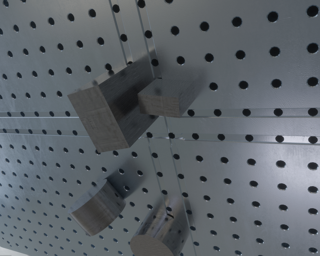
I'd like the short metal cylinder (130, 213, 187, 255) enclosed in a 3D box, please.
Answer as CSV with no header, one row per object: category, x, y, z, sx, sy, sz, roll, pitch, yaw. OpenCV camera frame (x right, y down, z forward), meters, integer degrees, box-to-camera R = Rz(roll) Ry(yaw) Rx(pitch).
short metal cylinder,-0.002,0.188,0.513,0.080,0.050,0.079,13,124,21

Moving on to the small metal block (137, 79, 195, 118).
small metal block,0.009,-0.037,0.368,0.050,0.050,0.025,8,122,24

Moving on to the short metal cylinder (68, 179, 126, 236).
short metal cylinder,-0.103,0.130,0.510,0.080,0.080,0.050,-31,101,38

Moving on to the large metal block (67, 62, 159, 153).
large metal block,-0.054,-0.027,0.388,0.050,0.080,0.080,-11,113,33
